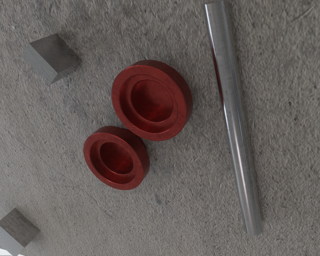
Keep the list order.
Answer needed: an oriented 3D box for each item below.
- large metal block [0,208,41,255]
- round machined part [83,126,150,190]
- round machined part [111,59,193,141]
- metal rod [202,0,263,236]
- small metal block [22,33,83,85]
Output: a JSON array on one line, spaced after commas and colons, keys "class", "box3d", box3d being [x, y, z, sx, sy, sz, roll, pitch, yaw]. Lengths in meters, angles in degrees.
[{"class": "large metal block", "box3d": [-0.337, 0.245, 0.720, 0.080, 0.050, 0.080, 43, 129, -2]}, {"class": "round machined part", "box3d": [-0.058, 0.039, 0.451, 0.098, 0.042, 0.097, 13, 124, 21]}, {"class": "round machined part", "box3d": [-0.006, -0.036, 0.377, 0.098, 0.042, 0.097, 13, 124, 21]}, {"class": "metal rod", "box3d": [0.091, 0.007, 0.363, 0.025, 0.025, 0.298, -2, 118, 29]}, {"class": "small metal block", "box3d": [-0.141, -0.092, 0.408, 0.050, 0.050, 0.025, 47, 129, -5]}]
